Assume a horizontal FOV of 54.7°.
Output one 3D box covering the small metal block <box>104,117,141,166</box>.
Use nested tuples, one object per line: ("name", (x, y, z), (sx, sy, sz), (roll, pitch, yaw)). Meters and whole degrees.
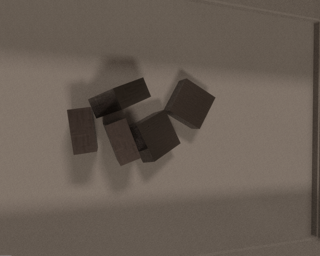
("small metal block", (-0.048, 0.015, 0.379), (0.025, 0.050, 0.050), (-22, 98, -11))

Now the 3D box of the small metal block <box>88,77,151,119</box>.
("small metal block", (-0.048, -0.036, 0.371), (0.050, 0.050, 0.025), (-30, 102, -45))

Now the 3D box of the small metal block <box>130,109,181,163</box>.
("small metal block", (-0.008, 0.010, 0.401), (0.050, 0.025, 0.050), (-32, 102, -37))

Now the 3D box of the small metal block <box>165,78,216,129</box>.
("small metal block", (0.040, -0.032, 0.427), (0.050, 0.025, 0.050), (31, 80, -18))

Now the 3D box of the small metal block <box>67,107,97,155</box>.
("small metal block", (-0.089, 0.002, 0.363), (0.025, 0.050, 0.050), (-8, 93, -10))
